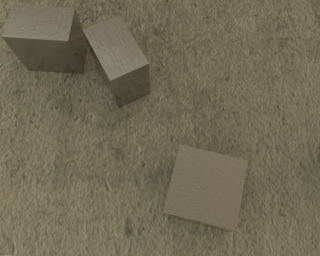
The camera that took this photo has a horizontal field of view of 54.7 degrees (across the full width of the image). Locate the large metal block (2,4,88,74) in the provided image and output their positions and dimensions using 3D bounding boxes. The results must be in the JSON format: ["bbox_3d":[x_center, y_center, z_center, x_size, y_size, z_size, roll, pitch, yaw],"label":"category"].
[{"bbox_3d":[-0.149,-0.118,0.420,0.081,0.080,0.050,4,70,1],"label":"large metal block"}]

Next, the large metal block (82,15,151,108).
[{"bbox_3d":[-0.054,-0.085,0.409,0.050,0.080,0.080,-27,73,-9],"label":"large metal block"}]

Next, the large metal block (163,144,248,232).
[{"bbox_3d":[0.052,0.073,0.369,0.080,0.050,0.080,14,71,4],"label":"large metal block"}]
